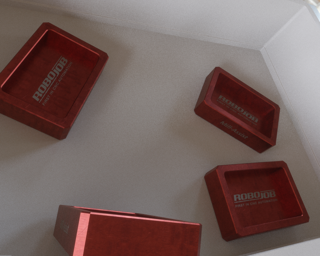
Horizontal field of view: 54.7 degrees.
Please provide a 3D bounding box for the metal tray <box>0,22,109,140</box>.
[{"bbox_3d":[-0.127,-0.060,0.370,0.090,0.030,0.130,27,52,-12],"label":"metal tray"}]

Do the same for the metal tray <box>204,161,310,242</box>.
[{"bbox_3d":[0.131,0.094,0.417,0.131,0.030,0.090,0,62,-29],"label":"metal tray"}]

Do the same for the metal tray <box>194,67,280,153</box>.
[{"bbox_3d":[0.125,-0.029,0.490,0.130,0.030,0.090,31,52,-9],"label":"metal tray"}]

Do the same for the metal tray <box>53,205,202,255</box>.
[{"bbox_3d":[-0.036,0.088,0.264,0.091,0.130,0.030,13,74,-22],"label":"metal tray"}]
